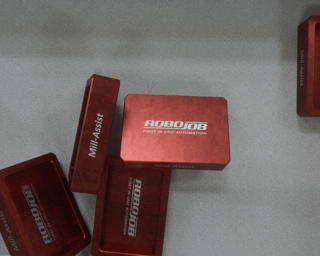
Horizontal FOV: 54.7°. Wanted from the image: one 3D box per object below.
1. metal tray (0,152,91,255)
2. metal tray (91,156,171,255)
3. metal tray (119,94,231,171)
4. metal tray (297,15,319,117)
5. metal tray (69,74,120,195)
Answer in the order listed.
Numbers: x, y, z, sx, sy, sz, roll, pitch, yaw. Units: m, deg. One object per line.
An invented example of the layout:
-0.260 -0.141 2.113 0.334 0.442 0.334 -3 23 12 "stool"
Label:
-0.145 0.103 0.375 0.030 0.090 0.129 -23 90 28 "metal tray"
-0.037 0.105 0.408 0.091 0.030 0.129 6 90 0 "metal tray"
0.019 0.005 0.392 0.131 0.030 0.090 2 67 0 "metal tray"
0.233 -0.079 0.410 0.091 0.030 0.129 1 90 0 "metal tray"
-0.082 0.005 0.375 0.030 0.090 0.129 11 90 -18 "metal tray"
